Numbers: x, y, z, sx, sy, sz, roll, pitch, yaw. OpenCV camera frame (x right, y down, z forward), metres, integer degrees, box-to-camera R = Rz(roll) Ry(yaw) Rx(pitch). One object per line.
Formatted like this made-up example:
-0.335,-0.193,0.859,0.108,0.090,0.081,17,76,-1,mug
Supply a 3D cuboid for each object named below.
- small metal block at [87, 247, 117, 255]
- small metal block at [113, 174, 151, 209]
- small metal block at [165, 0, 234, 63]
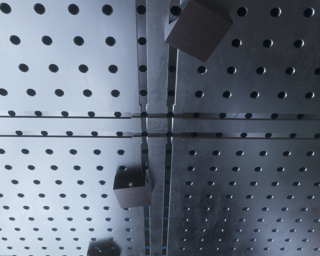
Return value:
-0.119,0.276,0.645,0.050,0.025,0.050,-14,129,11,small metal block
-0.043,0.102,0.498,0.050,0.025,0.050,-8,130,6,small metal block
0.039,-0.104,0.323,0.050,0.025,0.050,22,127,-18,small metal block
